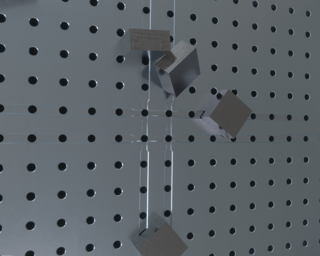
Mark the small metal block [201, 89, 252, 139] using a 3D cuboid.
[{"bbox_3d":[0.096,-0.020,0.448,0.050,0.025,0.050,39,78,-16],"label":"small metal block"}]

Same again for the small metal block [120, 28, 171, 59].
[{"bbox_3d":[-0.020,-0.105,0.392,0.050,0.050,0.025,-4,91,-20],"label":"small metal block"}]

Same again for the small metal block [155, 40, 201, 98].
[{"bbox_3d":[0.025,-0.077,0.406,0.050,0.025,0.050,-45,149,-14],"label":"small metal block"}]

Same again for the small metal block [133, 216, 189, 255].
[{"bbox_3d":[0.001,0.156,0.413,0.050,0.025,0.050,-42,103,-15],"label":"small metal block"}]
